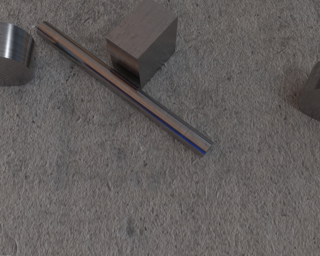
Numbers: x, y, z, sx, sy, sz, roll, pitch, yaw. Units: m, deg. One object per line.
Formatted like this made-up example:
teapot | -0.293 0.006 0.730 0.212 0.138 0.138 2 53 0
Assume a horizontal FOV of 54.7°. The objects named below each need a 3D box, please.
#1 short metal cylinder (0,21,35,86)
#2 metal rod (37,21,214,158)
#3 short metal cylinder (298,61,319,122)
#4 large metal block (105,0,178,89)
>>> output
short metal cylinder | -0.211 -0.096 0.412 0.081 0.080 0.050 -4 70 -2
metal rod | -0.056 -0.060 0.429 0.300 0.025 0.025 37 74 12
short metal cylinder | 0.228 -0.045 0.397 0.080 0.080 0.050 27 73 9
large metal block | -0.022 -0.112 0.420 0.050 0.080 0.080 36 74 12
